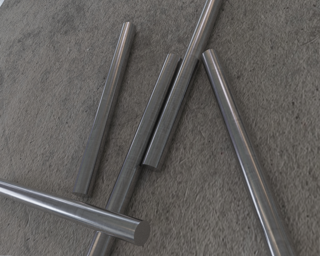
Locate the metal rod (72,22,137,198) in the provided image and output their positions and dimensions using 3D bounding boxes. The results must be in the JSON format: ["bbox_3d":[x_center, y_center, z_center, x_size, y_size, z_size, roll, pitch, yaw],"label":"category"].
[{"bbox_3d":[-0.078,-0.044,0.471,0.025,0.025,0.300,-4,60,26],"label":"metal rod"}]

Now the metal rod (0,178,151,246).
[{"bbox_3d":[-0.137,0.097,0.395,0.300,0.025,0.025,3,63,37],"label":"metal rod"}]

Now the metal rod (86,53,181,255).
[{"bbox_3d":[-0.028,0.029,0.400,0.025,0.025,0.300,7,65,31],"label":"metal rod"}]

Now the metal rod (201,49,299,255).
[{"bbox_3d":[0.092,0.021,0.342,0.025,0.025,0.299,-22,53,15],"label":"metal rod"}]

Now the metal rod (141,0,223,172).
[{"bbox_3d":[0.039,-0.081,0.432,0.025,0.025,0.300,8,65,31],"label":"metal rod"}]
